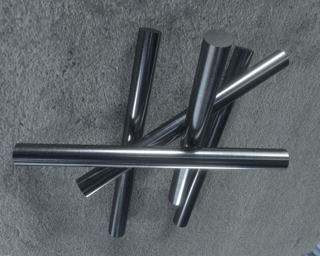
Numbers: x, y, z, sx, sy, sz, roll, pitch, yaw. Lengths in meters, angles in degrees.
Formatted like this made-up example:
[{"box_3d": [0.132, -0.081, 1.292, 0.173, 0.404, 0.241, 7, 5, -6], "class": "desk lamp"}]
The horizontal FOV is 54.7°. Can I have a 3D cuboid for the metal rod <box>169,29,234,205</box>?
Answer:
[{"box_3d": [0.037, 0.018, 0.375, 0.025, 0.025, 0.298, -17, 145, -18], "class": "metal rod"}]

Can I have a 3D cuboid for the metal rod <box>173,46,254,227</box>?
[{"box_3d": [0.072, 0.028, 0.463, 0.025, 0.025, 0.298, 2, 118, -29], "class": "metal rod"}]

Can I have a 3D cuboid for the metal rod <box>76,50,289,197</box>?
[{"box_3d": [0.033, -0.010, 0.385, 0.301, 0.025, 0.025, -33, 129, -7], "class": "metal rod"}]

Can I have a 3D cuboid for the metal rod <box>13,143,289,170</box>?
[{"box_3d": [-0.006, 0.033, 0.350, 0.302, 0.025, 0.025, 1, 120, -4], "class": "metal rod"}]

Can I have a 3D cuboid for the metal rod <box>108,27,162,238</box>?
[{"box_3d": [-0.038, 0.025, 0.401, 0.025, 0.025, 0.298, -3, 120, -27], "class": "metal rod"}]
